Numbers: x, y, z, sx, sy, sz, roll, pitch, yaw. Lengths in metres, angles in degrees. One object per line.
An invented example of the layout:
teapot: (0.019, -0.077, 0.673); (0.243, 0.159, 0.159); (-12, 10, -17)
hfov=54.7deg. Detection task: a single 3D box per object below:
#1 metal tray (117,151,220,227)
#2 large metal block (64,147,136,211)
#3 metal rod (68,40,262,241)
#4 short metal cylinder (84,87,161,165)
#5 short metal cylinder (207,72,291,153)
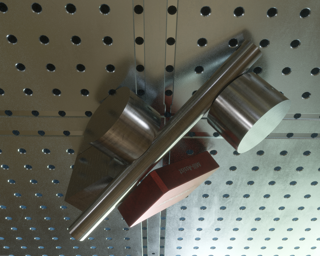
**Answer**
metal tray: (0.015, 0.080, 0.425); (0.131, 0.030, 0.090); (-11, 148, -51)
large metal block: (-0.077, 0.064, 0.428); (0.080, 0.080, 0.050); (-32, 123, 24)
metal rod: (0.000, 0.020, 0.358); (0.299, 0.025, 0.025); (-47, 119, 7)
short metal cylinder: (-0.045, -0.003, 0.372); (0.080, 0.080, 0.050); (-36, 122, 26)
short metal cylinder: (0.101, -0.017, 0.356); (0.080, 0.050, 0.080); (-32, 152, -19)
